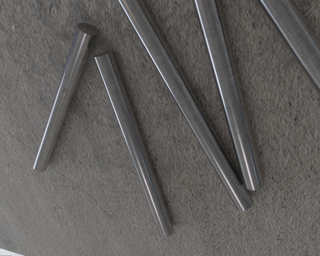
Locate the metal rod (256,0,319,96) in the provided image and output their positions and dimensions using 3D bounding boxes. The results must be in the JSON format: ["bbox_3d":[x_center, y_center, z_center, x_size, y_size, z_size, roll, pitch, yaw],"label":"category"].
[{"bbox_3d":[0.115,-0.101,0.283,0.025,0.025,0.300,-31,102,38],"label":"metal rod"}]

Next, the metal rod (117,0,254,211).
[{"bbox_3d":[0.037,-0.023,0.372,0.025,0.025,0.299,-21,108,36],"label":"metal rod"}]

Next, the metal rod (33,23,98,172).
[{"bbox_3d":[-0.154,-0.025,0.472,0.025,0.025,0.298,37,129,3],"label":"metal rod"}]

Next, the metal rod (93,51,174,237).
[{"bbox_3d":[-0.030,0.038,0.446,0.025,0.025,0.298,-3,117,30],"label":"metal rod"}]

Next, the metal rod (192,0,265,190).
[{"bbox_3d":[0.070,-0.060,0.332,0.025,0.025,0.299,-7,115,31],"label":"metal rod"}]
